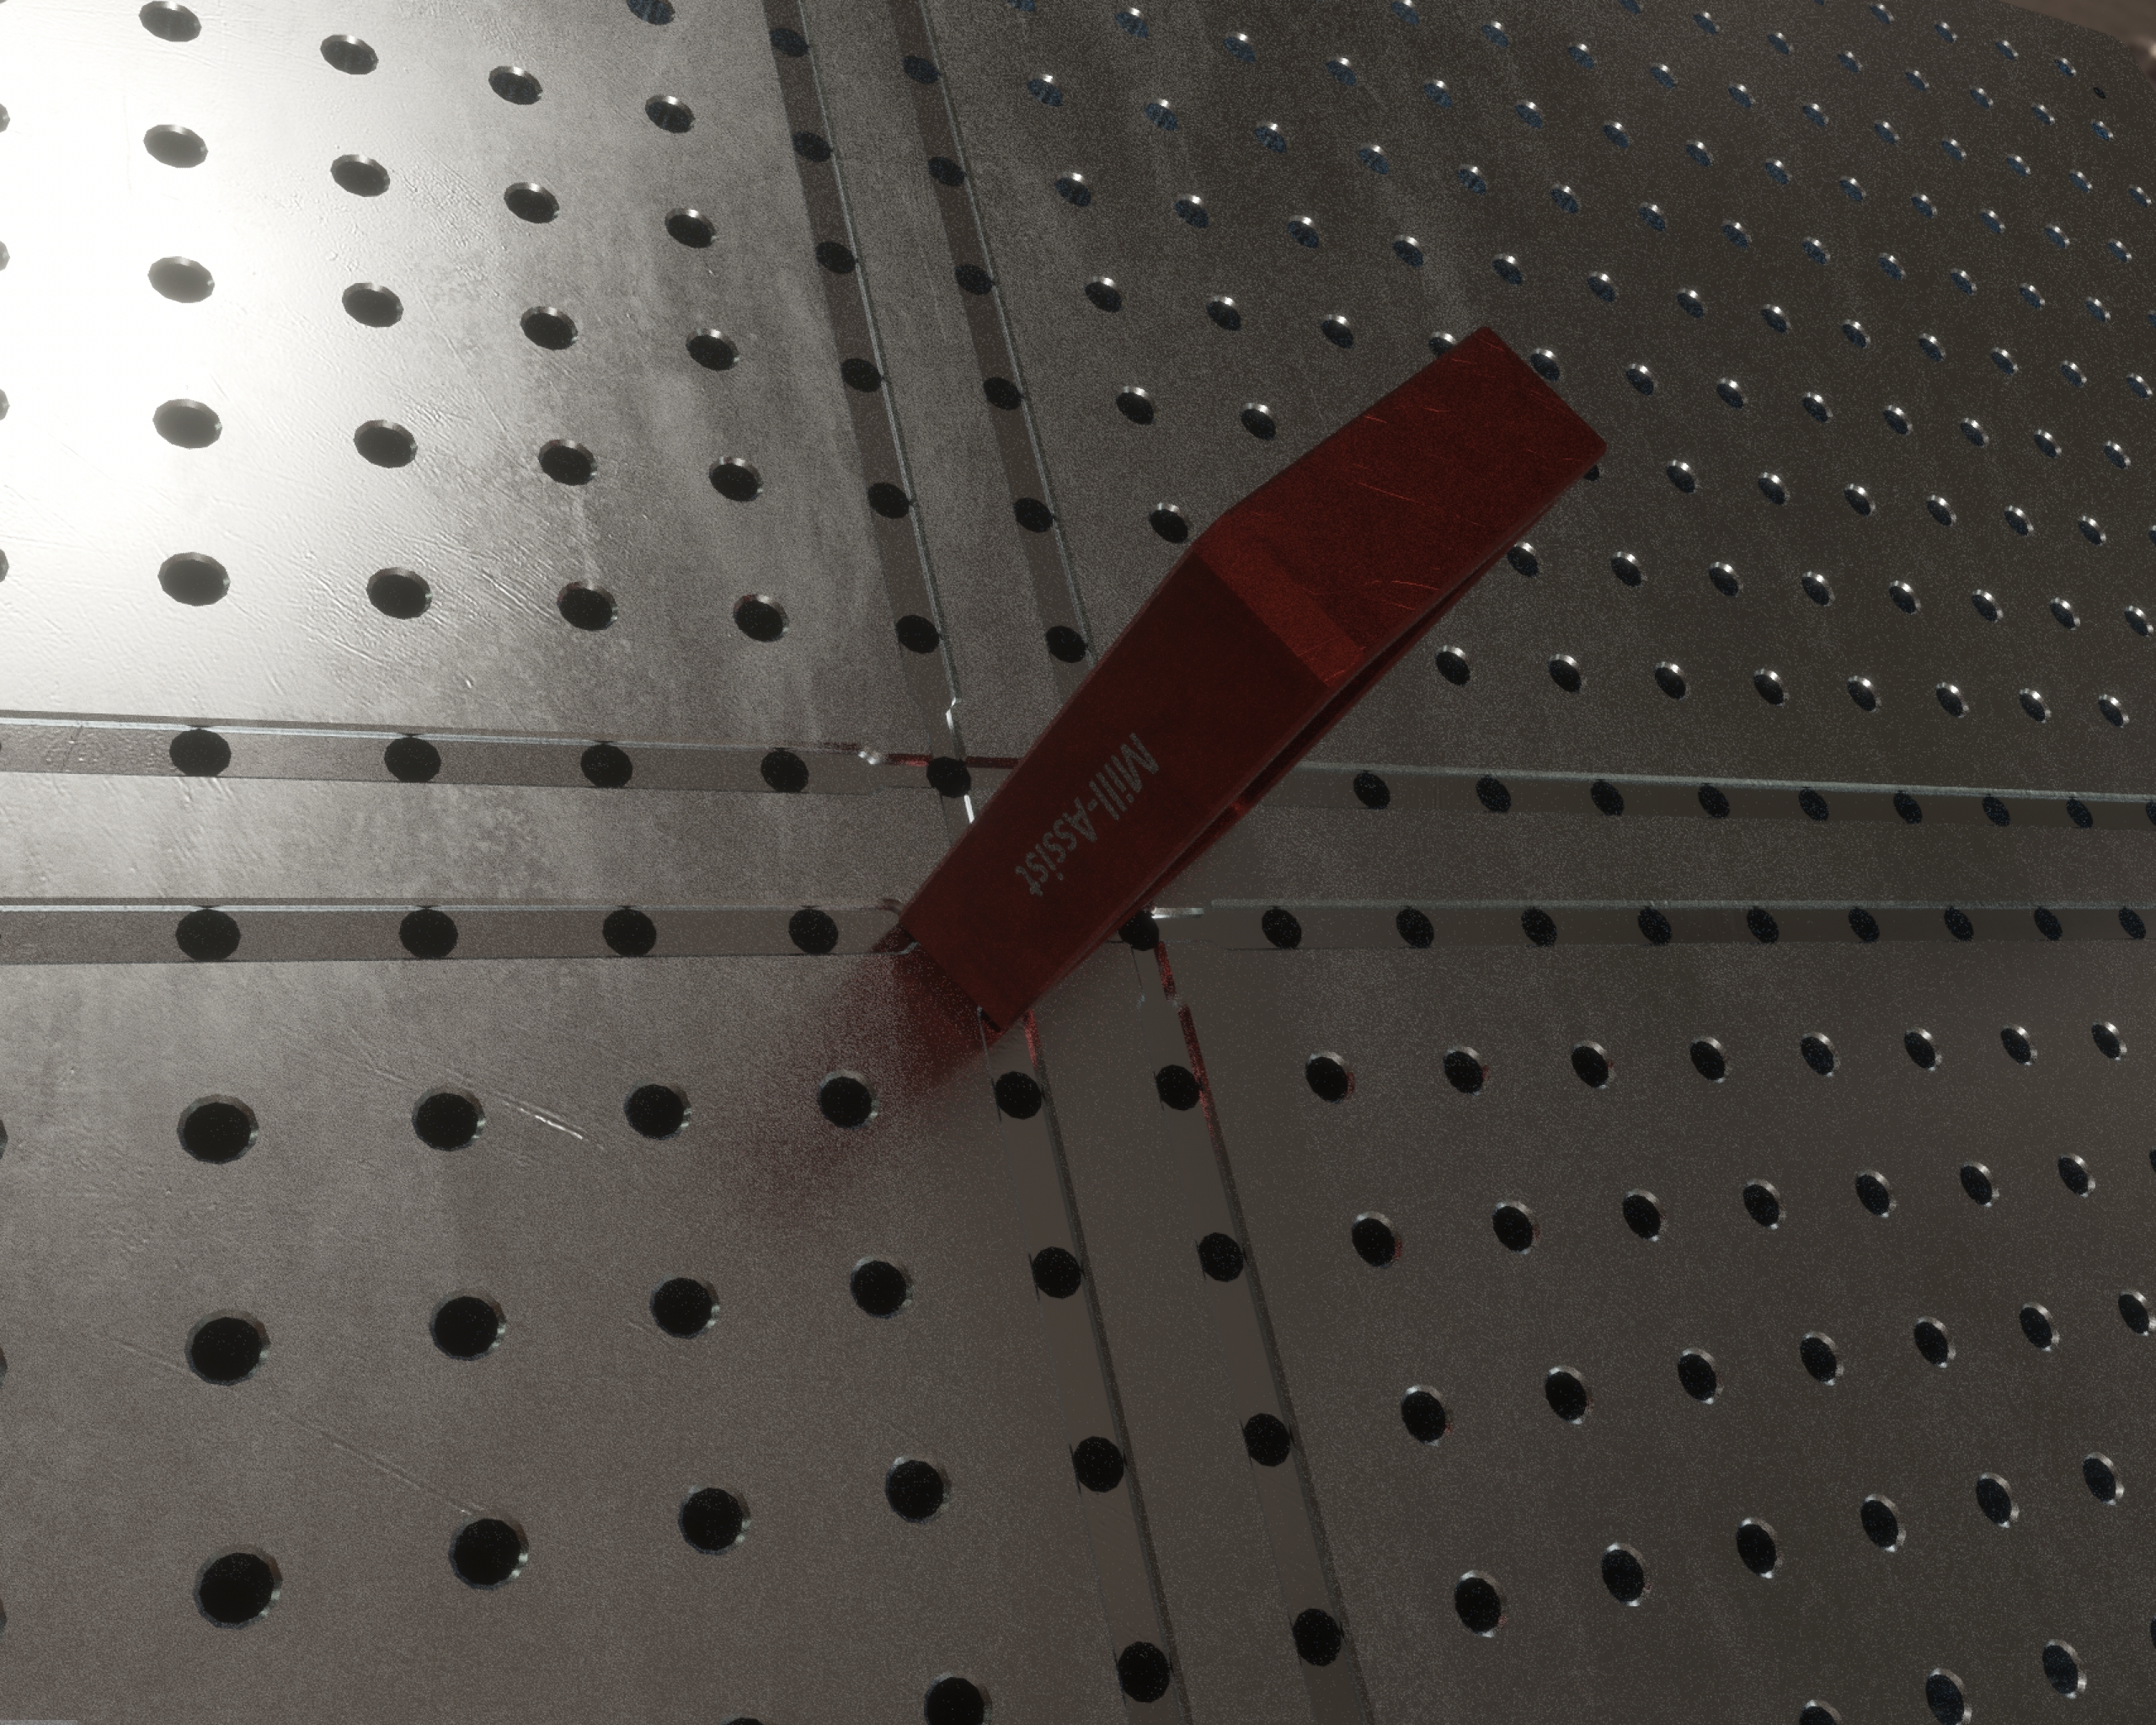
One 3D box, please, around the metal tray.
[{"bbox_3d":[0.028,-0.030,0.375,0.030,0.129,0.091,47,51,4],"label":"metal tray"}]
